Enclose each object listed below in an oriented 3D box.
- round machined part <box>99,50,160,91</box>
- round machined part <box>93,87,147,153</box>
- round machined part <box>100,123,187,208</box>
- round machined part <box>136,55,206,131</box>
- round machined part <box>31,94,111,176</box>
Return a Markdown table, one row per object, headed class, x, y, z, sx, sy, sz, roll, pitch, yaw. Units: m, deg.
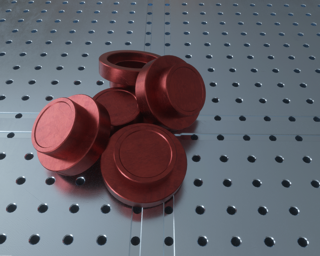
| class | x | y | z | sx | sy | sz | roll | pitch | yaw |
| --- | --- | --- | --- | --- | --- | --- | --- | --- | --- |
| round machined part | -0.038 | -0.078 | 0.447 | 0.099 | 0.042 | 0.098 | 5 | 29 | -2 |
| round machined part | -0.056 | -0.016 | 0.408 | 0.099 | 0.042 | 0.098 | 0 | 50 | 0 |
| round machined part | -0.018 | 0.036 | 0.350 | 0.099 | 0.042 | 0.098 | 3 | 61 | -6 |
| round machined part | 0.021 | -0.046 | 0.397 | 0.042 | 0.098 | 0.098 | -9 | 33 | 50 |
| round machined part | -0.110 | 0.003 | 0.361 | 0.098 | 0.042 | 0.098 | -13 | 61 | 26 |
